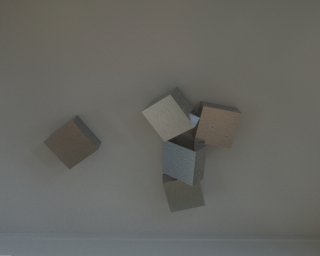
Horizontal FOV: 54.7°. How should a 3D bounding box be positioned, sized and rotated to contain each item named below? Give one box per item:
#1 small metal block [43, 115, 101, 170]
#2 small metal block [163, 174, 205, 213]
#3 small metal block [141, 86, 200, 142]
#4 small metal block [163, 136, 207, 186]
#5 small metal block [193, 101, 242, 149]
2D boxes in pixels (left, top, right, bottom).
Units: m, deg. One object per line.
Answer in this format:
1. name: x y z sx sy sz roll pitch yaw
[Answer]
1. small metal block: -0.117 0.019 0.417 0.050 0.025 0.050 -35 107 12
2. small metal block: 0.034 0.089 0.444 0.050 0.025 0.050 -13 110 4
3. small metal block: 0.014 -0.017 0.394 0.050 0.025 0.050 -28 106 35
4. small metal block: 0.032 0.042 0.412 0.050 0.025 0.050 20 118 36
5. small metal block: 0.074 -0.004 0.410 0.050 0.025 0.050 11 109 -5
